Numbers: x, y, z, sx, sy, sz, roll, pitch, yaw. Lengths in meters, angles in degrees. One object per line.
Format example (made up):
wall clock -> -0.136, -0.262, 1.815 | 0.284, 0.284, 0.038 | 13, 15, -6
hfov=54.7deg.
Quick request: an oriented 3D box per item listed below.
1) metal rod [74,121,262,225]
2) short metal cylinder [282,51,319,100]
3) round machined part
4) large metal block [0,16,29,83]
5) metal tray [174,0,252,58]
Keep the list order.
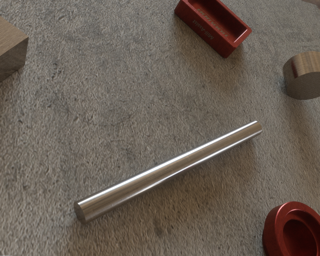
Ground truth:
metal rod -> 0.035, 0.043, 0.397 | 0.302, 0.025, 0.025 | -20, 73, -36
short metal cylinder -> 0.276, -0.097, 0.580 | 0.081, 0.080, 0.050 | 16, 55, -20
round machined part -> 0.172, 0.148, 0.398 | 0.099, 0.042, 0.098 | 14, 56, -21
large metal block -> -0.204, -0.086, 0.331 | 0.080, 0.050, 0.080 | 36, 51, -5
metal tray -> 0.101, -0.200, 0.579 | 0.130, 0.030, 0.090 | 43, 51, 1
